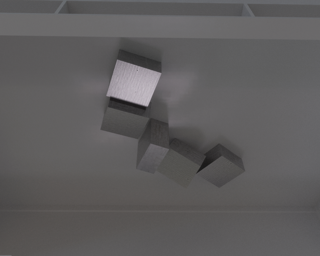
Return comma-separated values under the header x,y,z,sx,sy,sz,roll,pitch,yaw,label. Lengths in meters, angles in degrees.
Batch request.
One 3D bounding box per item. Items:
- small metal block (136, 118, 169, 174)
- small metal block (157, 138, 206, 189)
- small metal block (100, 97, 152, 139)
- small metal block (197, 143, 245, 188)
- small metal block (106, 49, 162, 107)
x,y,z,sx,sy,sz,roll,pitch,yaw,label
-0.010,0.024,0.413,0.025,0.050,0.050,18,128,-15,small metal block
0.029,0.050,0.440,0.050,0.025,0.050,31,128,7,small metal block
-0.043,-0.015,0.388,0.050,0.025,0.050,15,143,-13,small metal block
0.088,0.057,0.458,0.050,0.025,0.050,33,122,-26,small metal block
-0.030,-0.057,0.360,0.050,0.025,0.050,15,128,-13,small metal block
